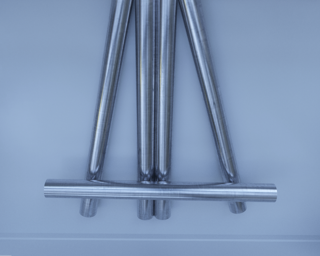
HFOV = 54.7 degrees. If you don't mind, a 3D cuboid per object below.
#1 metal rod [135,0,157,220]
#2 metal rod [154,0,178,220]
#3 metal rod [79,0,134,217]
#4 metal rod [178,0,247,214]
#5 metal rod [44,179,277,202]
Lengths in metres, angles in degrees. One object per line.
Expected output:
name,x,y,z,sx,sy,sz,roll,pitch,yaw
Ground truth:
metal rod,-0.019,-0.011,0.406,0.025,0.025,0.298,1,110,-1
metal rod,0.006,-0.011,0.406,0.025,0.025,0.298,1,110,0
metal rod,-0.074,-0.013,0.404,0.025,0.025,0.298,11,110,-4
metal rod,0.074,-0.017,0.404,0.025,0.025,0.298,-15,110,5
metal rod,0.001,0.083,0.413,0.302,0.025,0.025,1,110,-1
